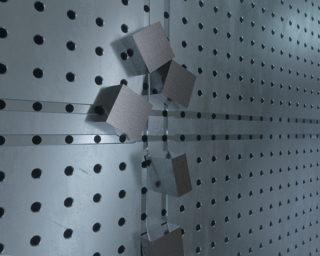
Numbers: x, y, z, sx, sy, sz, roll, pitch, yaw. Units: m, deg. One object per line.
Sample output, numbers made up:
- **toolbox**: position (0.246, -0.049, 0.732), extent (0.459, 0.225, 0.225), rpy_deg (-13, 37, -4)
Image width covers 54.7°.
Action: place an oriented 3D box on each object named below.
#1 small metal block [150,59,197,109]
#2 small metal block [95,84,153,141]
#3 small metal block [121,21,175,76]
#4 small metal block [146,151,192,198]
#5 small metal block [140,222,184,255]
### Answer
- **small metal block**: position (0.019, -0.059, 0.427), extent (0.050, 0.025, 0.050), rpy_deg (27, 73, -37)
- **small metal block**: position (-0.042, -0.018, 0.375), extent (0.050, 0.025, 0.050), rpy_deg (34, 69, -35)
- **small metal block**: position (-0.014, -0.102, 0.399), extent (0.050, 0.025, 0.050), rpy_deg (-40, 114, -33)
- **small metal block**: position (0.011, 0.059, 0.405), extent (0.025, 0.050, 0.050), rpy_deg (-19, 102, -39)
- **small metal block**: position (0.004, 0.162, 0.415), extent (0.050, 0.025, 0.050), rpy_deg (-13, 99, -40)
